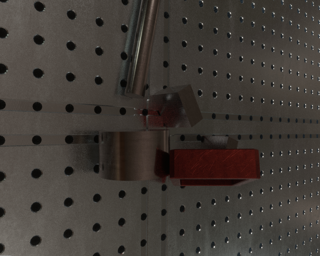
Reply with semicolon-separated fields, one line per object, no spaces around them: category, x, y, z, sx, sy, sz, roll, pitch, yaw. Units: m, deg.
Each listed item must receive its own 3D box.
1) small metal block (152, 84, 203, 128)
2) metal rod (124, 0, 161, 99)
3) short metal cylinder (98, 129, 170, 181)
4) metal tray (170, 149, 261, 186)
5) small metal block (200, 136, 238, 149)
small metal block;0.023;-0.028;0.415;0.025;0.050;0.050;-36;113;-34
metal rod;-0.008;-0.186;0.403;0.025;0.025;0.298;16;80;-39
short metal cylinder;-0.029;0.027;0.351;0.081;0.080;0.050;-2;92;-40
metal tray;0.059;0.051;0.372;0.130;0.091;0.030;74;16;-75
small metal block;0.086;0.039;0.467;0.025;0.050;0.050;23;75;-38
